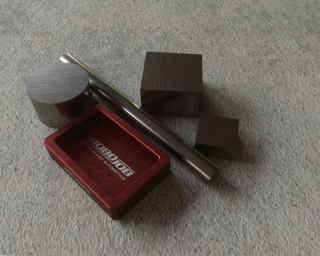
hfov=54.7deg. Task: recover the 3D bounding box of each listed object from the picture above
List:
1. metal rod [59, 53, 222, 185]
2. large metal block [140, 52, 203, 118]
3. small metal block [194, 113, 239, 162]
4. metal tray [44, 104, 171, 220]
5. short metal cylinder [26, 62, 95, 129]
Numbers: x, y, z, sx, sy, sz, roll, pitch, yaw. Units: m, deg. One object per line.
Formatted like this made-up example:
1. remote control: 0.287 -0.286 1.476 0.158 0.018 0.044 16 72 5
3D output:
1. metal rod: -0.043 -0.026 0.425 0.300 0.025 0.025 38 59 27
2. large metal block: 0.017 -0.062 0.441 0.080 0.050 0.080 3 50 2
3. small metal block: 0.072 0.011 0.397 0.050 0.025 0.050 10 51 8
4. metal tray: -0.063 0.034 0.372 0.130 0.030 0.090 37 59 26
5. short metal cylinder: -0.134 -0.045 0.424 0.081 0.050 0.080 0 50 0
